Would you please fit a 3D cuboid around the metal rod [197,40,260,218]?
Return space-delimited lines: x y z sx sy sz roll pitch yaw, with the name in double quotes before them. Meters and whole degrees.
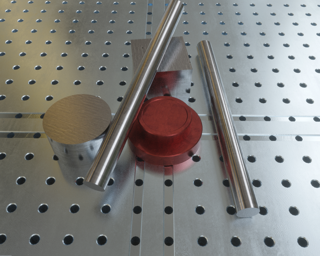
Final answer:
"metal rod" 0.084 -0.024 0.428 0.025 0.025 0.300 -3 50 -3

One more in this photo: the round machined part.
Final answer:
"round machined part" 0.006 -0.004 0.400 0.099 0.042 0.098 0 50 0

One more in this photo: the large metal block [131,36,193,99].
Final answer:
"large metal block" 0.000 -0.092 0.469 0.081 0.050 0.080 -5 50 -5

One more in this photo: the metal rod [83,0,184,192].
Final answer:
"metal rod" -0.023 -0.061 0.399 0.025 0.025 0.300 15 61 11

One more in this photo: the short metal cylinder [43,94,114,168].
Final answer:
"short metal cylinder" -0.098 0.003 0.387 0.081 0.050 0.080 0 50 0
